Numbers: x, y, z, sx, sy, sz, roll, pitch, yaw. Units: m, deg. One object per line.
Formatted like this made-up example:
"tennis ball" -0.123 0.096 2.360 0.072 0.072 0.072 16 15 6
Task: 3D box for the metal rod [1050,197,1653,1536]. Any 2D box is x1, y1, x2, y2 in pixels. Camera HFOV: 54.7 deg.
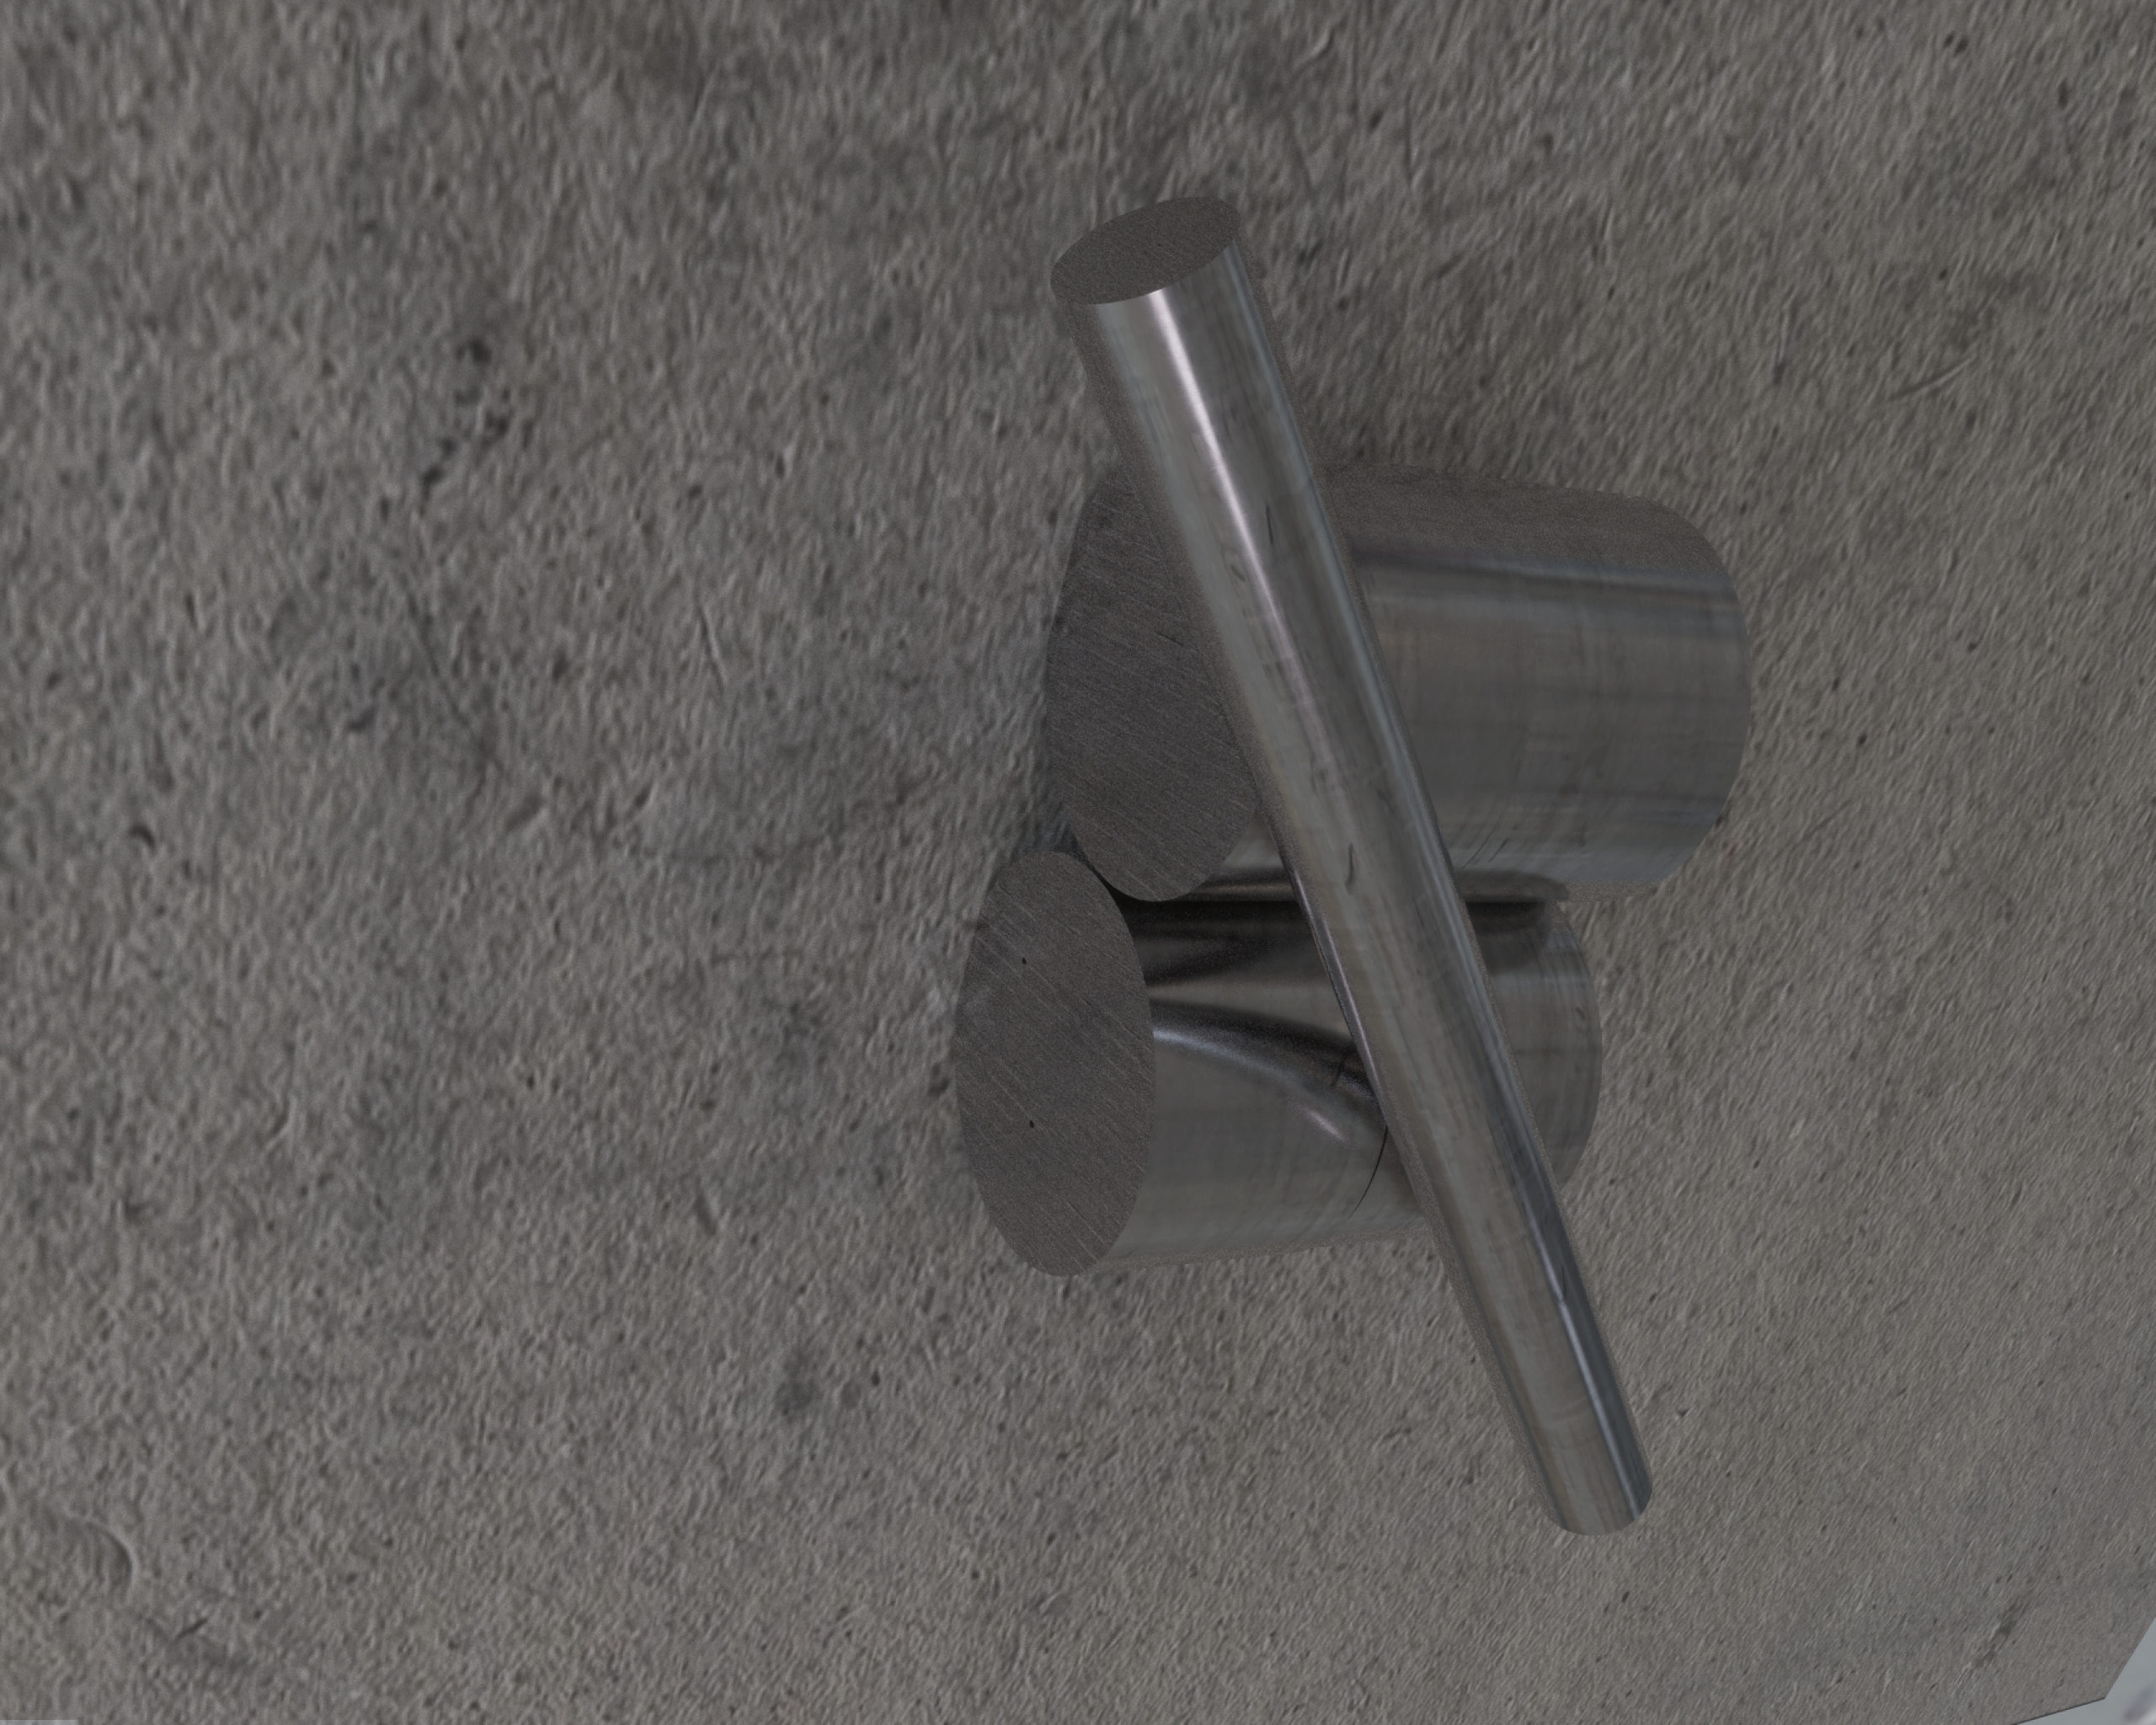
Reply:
"metal rod" 0.060 0.028 0.355 0.025 0.025 0.299 -32 129 -8

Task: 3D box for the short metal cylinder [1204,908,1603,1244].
"short metal cylinder" 0.061 0.037 0.429 0.050 0.080 0.079 1 118 -29

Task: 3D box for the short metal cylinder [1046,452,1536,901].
"short metal cylinder" 0.035 -0.033 0.372 0.050 0.080 0.079 1 118 -29

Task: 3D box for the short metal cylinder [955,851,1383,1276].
"short metal cylinder" 0.016 0.038 0.405 0.050 0.080 0.079 1 118 -29

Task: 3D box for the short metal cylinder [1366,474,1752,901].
"short metal cylinder" 0.079 -0.032 0.396 0.050 0.080 0.079 1 118 -29
